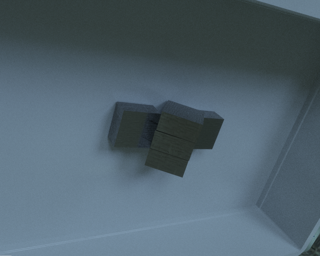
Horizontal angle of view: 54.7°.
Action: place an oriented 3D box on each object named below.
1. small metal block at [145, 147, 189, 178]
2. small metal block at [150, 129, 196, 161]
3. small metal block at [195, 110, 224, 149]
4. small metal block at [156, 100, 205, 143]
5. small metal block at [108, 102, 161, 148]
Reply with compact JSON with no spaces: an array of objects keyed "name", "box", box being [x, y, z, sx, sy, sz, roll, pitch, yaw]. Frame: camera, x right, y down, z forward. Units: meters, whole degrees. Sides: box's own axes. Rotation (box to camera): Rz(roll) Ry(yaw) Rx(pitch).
[{"name":"small metal block","box":[0.012,0.035,0.407,0.050,0.050,0.025,18,113,3]},{"name":"small metal block","box":[0.019,0.013,0.397,0.050,0.050,0.025,18,113,3]},{"name":"small metal block","box":[0.056,0.002,0.441,0.050,0.025,0.050,3,117,-30]},{"name":"small metal block","box":[0.027,-0.009,0.388,0.050,0.050,0.025,19,112,3]},{"name":"small metal block","box":[-0.033,-0.003,0.388,0.050,0.025,0.050,4,117,-31]}]
